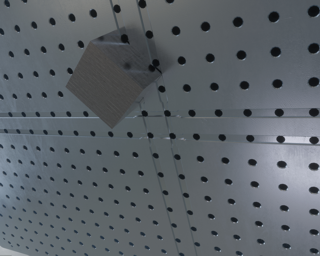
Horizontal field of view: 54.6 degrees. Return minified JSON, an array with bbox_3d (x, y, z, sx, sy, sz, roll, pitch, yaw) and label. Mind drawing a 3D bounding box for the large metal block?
[{"bbox_3d":[-0.059,-0.060,0.390,0.080,0.050,0.080,43,129,-1],"label":"large metal block"}]
